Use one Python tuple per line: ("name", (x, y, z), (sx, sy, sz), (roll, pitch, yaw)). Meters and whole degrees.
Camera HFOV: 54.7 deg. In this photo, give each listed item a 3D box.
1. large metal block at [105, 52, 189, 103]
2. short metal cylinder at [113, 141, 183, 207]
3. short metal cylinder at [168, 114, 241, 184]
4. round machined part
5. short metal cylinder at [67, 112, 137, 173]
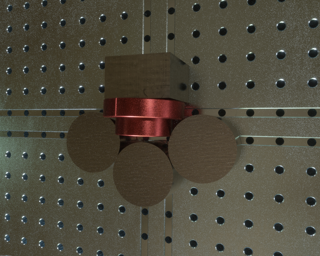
("large metal block", (-0.013, -0.058, 0.387), (0.080, 0.080, 0.050), (1, 91, 20))
("short metal cylinder", (-0.014, 0.057, 0.404), (0.080, 0.050, 0.079), (0, 90, 20))
("short metal cylinder", (0.056, 0.024, 0.380), (0.080, 0.050, 0.079), (0, 90, 20))
("round machined part", (-0.020, -0.011, 0.379), (0.098, 0.098, 0.042), (2, 90, 20))
("short metal cylinder", (-0.080, 0.018, 0.428), (0.080, 0.050, 0.079), (0, 90, 20))
